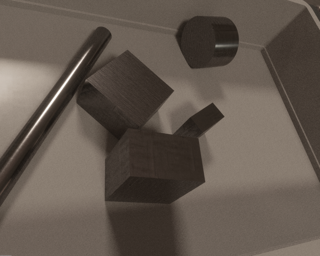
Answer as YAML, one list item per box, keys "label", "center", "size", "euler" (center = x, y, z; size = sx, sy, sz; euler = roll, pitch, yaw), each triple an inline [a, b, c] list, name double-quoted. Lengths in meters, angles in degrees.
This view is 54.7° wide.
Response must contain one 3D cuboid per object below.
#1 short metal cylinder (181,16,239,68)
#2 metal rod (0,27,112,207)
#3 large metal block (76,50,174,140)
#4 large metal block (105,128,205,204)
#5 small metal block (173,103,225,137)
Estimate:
- label: "short metal cylinder"
  center: [0.079, -0.138, 0.500]
  size: [0.050, 0.080, 0.080]
  euler: [-12, 68, -34]
- label: "metal rod"
  center: [-0.123, -0.023, 0.353]
  size: [0.025, 0.025, 0.300]
  euler: [29, 52, -11]
- label: "large metal block"
  center: [-0.043, -0.040, 0.392]
  size: [0.080, 0.050, 0.080]
  euler: [42, 51, 0]
- label: "large metal block"
  center: [-0.010, 0.046, 0.339]
  size: [0.081, 0.080, 0.050]
  euler: [9, 58, -24]
- label: "small metal block"
  center: [0.052, -0.003, 0.421]
  size: [0.050, 0.050, 0.025]
  euler: [-32, 80, -38]
